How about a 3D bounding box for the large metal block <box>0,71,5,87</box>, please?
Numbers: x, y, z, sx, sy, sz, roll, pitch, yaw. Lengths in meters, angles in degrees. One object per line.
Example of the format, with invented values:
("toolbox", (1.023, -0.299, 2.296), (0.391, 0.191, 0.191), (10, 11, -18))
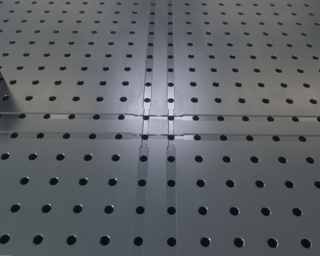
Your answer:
("large metal block", (-0.288, -0.090, 0.447), (0.080, 0.080, 0.050), (14, 52, 12))
